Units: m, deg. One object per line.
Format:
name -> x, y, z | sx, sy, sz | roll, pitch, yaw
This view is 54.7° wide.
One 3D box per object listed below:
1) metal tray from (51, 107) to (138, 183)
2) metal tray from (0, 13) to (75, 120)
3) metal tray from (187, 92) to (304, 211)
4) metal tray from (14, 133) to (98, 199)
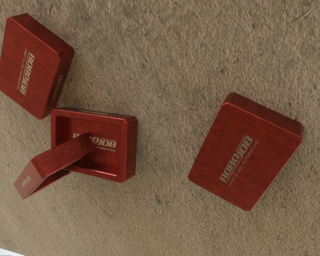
metal tray -> -0.098, 0.021, 0.450 | 0.130, 0.030, 0.089 | 9, 103, 23
metal tray -> -0.184, -0.085, 0.448 | 0.090, 0.030, 0.129 | 37, 129, 3
metal tray -> 0.097, 0.032, 0.373 | 0.090, 0.030, 0.129 | 27, 128, 11
metal tray -> -0.161, 0.059, 0.470 | 0.030, 0.091, 0.129 | 57, 138, 3
